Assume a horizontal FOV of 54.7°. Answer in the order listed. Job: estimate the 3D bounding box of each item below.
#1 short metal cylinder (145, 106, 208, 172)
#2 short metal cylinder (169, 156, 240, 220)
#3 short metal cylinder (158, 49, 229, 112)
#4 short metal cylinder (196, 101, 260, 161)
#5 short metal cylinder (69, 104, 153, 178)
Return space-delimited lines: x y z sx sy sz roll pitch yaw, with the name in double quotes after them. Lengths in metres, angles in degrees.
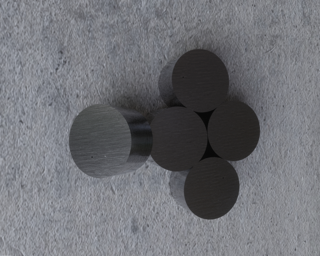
0.014 0.013 0.402 0.081 0.050 0.080 0 90 -20 "short metal cylinder"
0.059 0.077 0.419 0.081 0.050 0.080 0 90 -20 "short metal cylinder"
0.044 -0.060 0.413 0.081 0.050 0.080 0 90 -20 "short metal cylinder"
0.090 0.004 0.430 0.081 0.050 0.080 0 90 -20 "short metal cylinder"
-0.055 0.014 0.355 0.080 0.050 0.080 -1 89 24 "short metal cylinder"
